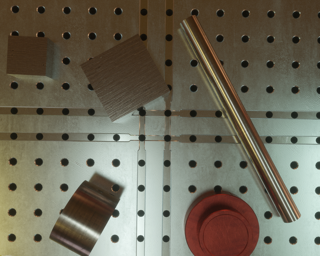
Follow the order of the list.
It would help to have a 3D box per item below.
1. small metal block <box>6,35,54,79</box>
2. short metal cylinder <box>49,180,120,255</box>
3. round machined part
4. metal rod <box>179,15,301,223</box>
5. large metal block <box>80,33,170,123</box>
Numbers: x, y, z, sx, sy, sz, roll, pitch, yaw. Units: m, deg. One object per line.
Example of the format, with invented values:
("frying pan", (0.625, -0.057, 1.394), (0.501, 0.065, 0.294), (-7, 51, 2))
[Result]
("small metal block", (-0.171, -0.093, 0.411), (0.050, 0.025, 0.050), (3, 90, -1))
("short metal cylinder", (-0.091, 0.112, 0.385), (0.050, 0.080, 0.080), (29, 90, -1))
("round machined part", (0.082, 0.135, 0.406), (0.099, 0.042, 0.097), (0, 90, -1))
("metal rod", (0.107, -0.012, 0.414), (0.025, 0.025, 0.299), (-28, 90, 0))
("large metal block", (-0.042, -0.061, 0.400), (0.080, 0.050, 0.080), (-29, 90, 0))
